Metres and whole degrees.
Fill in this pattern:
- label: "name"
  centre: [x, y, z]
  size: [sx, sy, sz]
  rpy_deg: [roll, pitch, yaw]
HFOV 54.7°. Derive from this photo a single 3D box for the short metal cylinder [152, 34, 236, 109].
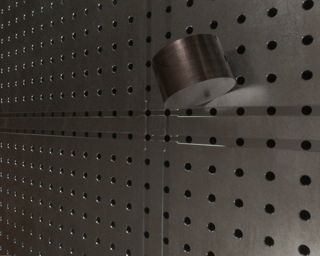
- label: "short metal cylinder"
  centre: [0.036, -0.059, 0.342]
  size: [0.080, 0.081, 0.050]
  rpy_deg: [-27, 74, 36]
